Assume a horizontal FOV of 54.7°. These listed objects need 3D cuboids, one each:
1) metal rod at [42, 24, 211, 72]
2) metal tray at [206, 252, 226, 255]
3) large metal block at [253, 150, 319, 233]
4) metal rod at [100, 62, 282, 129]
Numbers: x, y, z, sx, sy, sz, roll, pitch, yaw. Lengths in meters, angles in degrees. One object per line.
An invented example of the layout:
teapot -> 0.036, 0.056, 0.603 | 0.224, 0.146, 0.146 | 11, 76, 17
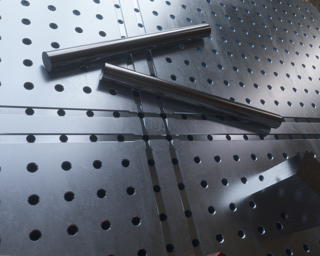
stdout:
metal rod -> -0.028, -0.130, 0.473 | 0.302, 0.025, 0.025 | -23, 74, -37
metal tray -> 0.038, 0.198, 0.305 | 0.131, 0.030, 0.090 | -23, 74, -36
large metal block -> 0.193, 0.089, 0.425 | 0.080, 0.080, 0.050 | 44, 51, 2
metal rod -> 0.060, -0.044, 0.469 | 0.302, 0.025, 0.025 | 13, 56, -21
